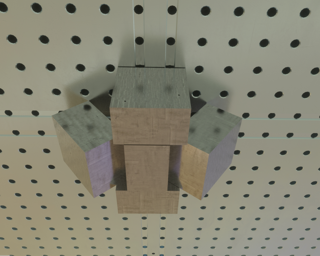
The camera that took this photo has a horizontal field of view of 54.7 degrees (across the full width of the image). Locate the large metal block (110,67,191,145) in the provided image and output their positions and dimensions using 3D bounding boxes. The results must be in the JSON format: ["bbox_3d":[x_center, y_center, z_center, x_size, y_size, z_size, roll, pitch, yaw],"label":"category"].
[{"bbox_3d":[-0.010,-0.027,0.351,0.081,0.080,0.050,1,130,-1],"label":"large metal block"}]

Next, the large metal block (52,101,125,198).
[{"bbox_3d":[-0.086,0.025,0.388,0.050,0.080,0.079,-28,139,-30],"label":"large metal block"}]

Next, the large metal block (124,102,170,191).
[{"bbox_3d":[-0.015,0.023,0.394,0.050,0.080,0.079,1,130,-1],"label":"large metal block"}]

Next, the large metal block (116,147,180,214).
[{"bbox_3d":[-0.016,0.072,0.435,0.081,0.080,0.050,1,130,-1],"label":"large metal block"}]

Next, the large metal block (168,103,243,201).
[{"bbox_3d":[0.055,0.028,0.389,0.050,0.080,0.079,27,136,27],"label":"large metal block"}]
